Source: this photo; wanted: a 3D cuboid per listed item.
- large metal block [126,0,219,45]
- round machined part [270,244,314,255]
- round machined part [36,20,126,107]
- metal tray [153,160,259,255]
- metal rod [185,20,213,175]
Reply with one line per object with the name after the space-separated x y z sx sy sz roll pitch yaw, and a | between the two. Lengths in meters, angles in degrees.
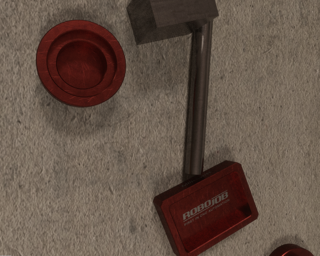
0.013 -0.145 0.385 0.081 0.080 0.050 -18 96 -20 | large metal block
0.212 0.236 0.481 0.099 0.042 0.097 0 90 -21 | round machined part
-0.093 -0.073 0.366 0.099 0.042 0.097 0 90 -21 | round machined part
0.066 0.112 0.432 0.131 0.030 0.090 -24 98 -19 | metal tray
0.057 -0.086 0.431 0.025 0.025 0.298 4 89 -20 | metal rod
